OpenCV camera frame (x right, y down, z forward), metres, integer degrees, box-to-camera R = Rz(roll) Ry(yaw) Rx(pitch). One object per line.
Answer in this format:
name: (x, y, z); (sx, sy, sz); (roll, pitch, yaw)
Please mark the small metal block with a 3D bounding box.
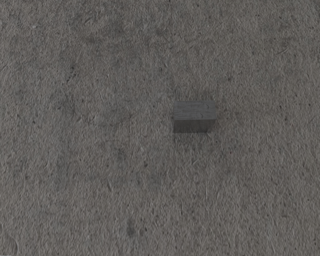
small metal block: (0.043, -0.013, 0.400); (0.050, 0.050, 0.025); (-1, 70, 0)
